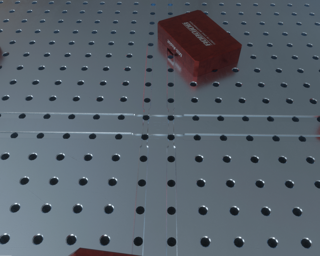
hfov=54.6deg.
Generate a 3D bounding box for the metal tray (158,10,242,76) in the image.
[{"bbox_3d":[0.064,-0.149,0.530,0.091,0.030,0.130,-22,54,-18],"label":"metal tray"}]

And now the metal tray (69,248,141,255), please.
[{"bbox_3d":[-0.033,0.165,0.233,0.090,0.030,0.130,24,40,-33],"label":"metal tray"}]
